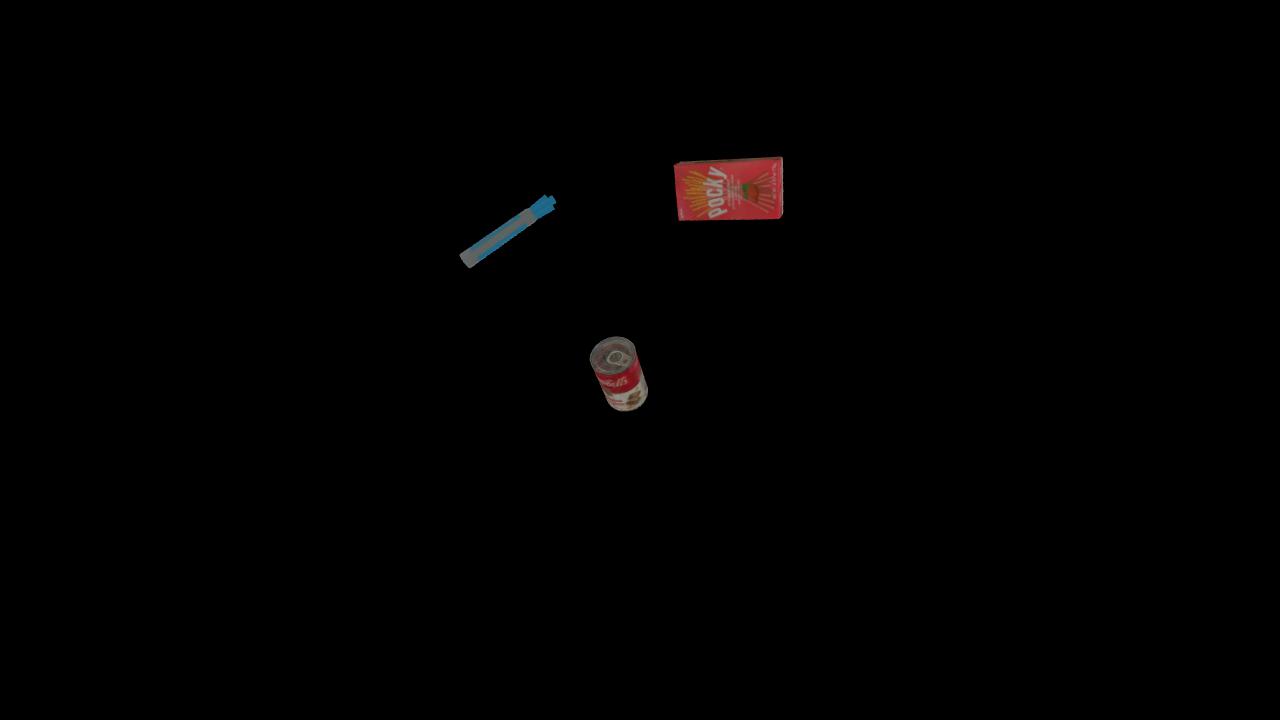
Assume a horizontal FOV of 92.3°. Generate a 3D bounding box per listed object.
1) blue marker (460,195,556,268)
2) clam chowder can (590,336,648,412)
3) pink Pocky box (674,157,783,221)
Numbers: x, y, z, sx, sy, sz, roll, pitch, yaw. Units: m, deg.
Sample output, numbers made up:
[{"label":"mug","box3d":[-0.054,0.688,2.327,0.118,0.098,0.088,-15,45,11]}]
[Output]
[{"label":"blue marker","box3d":[-0.143,-0.143,0.676,0.121,0.020,0.020,-35,0,0]},{"label":"clam chowder can","box3d":[-0.029,0.023,0.908,0.068,0.068,0.102,0,-36,14]},{"label":"pink Pocky box","box3d":[0.127,-0.245,0.887,0.155,0.084,0.029,5,30,22]}]
